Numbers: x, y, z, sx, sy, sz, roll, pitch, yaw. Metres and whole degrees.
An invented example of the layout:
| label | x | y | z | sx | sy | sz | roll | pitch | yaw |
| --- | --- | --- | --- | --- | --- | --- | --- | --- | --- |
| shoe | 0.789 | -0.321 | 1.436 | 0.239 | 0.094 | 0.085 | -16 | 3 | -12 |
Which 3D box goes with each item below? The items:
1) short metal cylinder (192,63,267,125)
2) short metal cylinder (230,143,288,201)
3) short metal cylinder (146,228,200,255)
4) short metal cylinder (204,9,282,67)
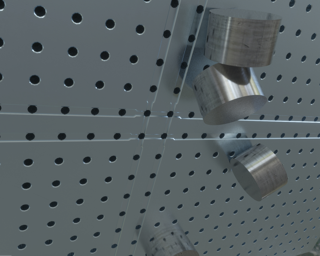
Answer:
| label | x | y | z | sx | sy | sz | roll | pitch | yaw |
| --- | --- | --- | --- | --- | --- | --- | --- | --- | --- |
| short metal cylinder | 0.086 | -0.043 | 0.391 | 0.081 | 0.050 | 0.080 | -14 | 160 | -5 |
| short metal cylinder | 0.160 | 0.072 | 0.508 | 0.050 | 0.080 | 0.080 | -30 | 129 | -10 |
| short metal cylinder | 0.022 | 0.225 | 0.547 | 0.081 | 0.050 | 0.079 | -14 | 124 | -21 |
| short metal cylinder | 0.094 | -0.107 | 0.360 | 0.081 | 0.080 | 0.050 | -10 | 121 | -24 |
